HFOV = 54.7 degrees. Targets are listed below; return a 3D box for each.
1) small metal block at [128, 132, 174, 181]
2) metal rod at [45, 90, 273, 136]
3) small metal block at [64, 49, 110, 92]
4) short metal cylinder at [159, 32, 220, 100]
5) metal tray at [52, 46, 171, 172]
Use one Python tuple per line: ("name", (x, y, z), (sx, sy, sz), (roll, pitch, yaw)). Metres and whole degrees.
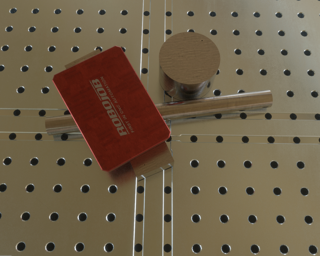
("small metal block", (-0.015, 0.033, 0.398), (0.050, 0.025, 0.050), (-22, 72, -8))
("metal rod", (0.001, -0.022, 0.420), (0.302, 0.025, 0.025), (-7, 70, -3))
("small metal block", (-0.096, -0.074, 0.424), (0.050, 0.050, 0.025), (-30, 73, -11))
("short metal cylinder", (0.039, -0.084, 0.429), (0.081, 0.050, 0.080), (0, 70, 0))
("metal tray", (-0.058, -0.023, 0.376), (0.090, 0.030, 0.130), (-29, 84, -10))
